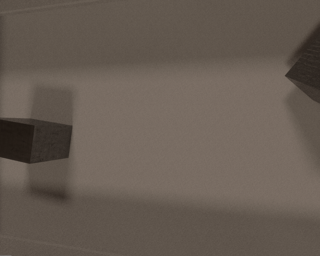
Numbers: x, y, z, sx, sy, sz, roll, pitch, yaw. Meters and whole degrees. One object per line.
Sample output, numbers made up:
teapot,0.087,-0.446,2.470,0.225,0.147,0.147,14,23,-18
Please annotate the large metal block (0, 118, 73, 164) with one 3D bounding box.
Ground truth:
large metal block,-0.187,0.015,0.445,0.080,0.080,0.050,9,93,19

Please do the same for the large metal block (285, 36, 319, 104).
large metal block,0.188,-0.061,0.308,0.050,0.080,0.080,34,103,-19
